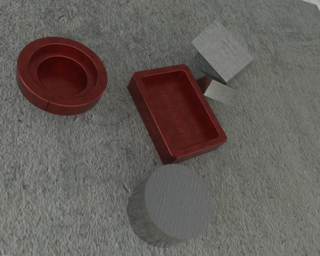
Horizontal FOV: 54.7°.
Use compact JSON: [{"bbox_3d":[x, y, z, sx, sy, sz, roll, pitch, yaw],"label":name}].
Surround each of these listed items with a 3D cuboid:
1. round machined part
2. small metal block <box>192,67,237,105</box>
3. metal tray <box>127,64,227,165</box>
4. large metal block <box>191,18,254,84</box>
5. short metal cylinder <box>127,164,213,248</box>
[{"bbox_3d":[-0.116,-0.056,0.365,0.099,0.042,0.098,14,56,-21],"label":"round machined part"},{"bbox_3d":[0.078,-0.063,0.466,0.050,0.025,0.050,17,21,-34],"label":"small metal block"},{"bbox_3d":[0.022,-0.022,0.422,0.091,0.030,0.130,-16,70,-29],"label":"metal tray"},{"bbox_3d":[0.099,-0.115,0.489,0.080,0.050,0.080,50,13,7],"label":"large metal block"},{"bbox_3d":[0.011,0.086,0.342,0.081,0.050,0.080,14,56,-21],"label":"short metal cylinder"}]
